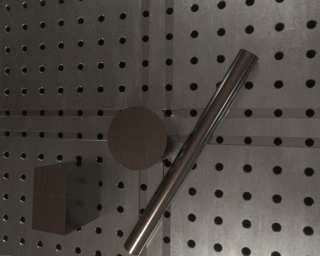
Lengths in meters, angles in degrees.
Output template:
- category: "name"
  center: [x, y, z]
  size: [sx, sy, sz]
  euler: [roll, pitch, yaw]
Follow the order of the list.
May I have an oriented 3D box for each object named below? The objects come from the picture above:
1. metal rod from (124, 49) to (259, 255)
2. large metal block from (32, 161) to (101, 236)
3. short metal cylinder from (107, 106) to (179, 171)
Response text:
- category: "metal rod"
  center: [0.035, 0.038, 0.399]
  size: [0.025, 0.025, 0.299]
  euler: [33, 100, 16]
- category: "large metal block"
  center: [-0.126, 0.091, 0.426]
  size: [0.050, 0.080, 0.079]
  euler: [3, 91, 20]
- category: "short metal cylinder"
  center: [-0.021, 0.013, 0.406]
  size: [0.080, 0.050, 0.079]
  euler: [0, 90, 19]
